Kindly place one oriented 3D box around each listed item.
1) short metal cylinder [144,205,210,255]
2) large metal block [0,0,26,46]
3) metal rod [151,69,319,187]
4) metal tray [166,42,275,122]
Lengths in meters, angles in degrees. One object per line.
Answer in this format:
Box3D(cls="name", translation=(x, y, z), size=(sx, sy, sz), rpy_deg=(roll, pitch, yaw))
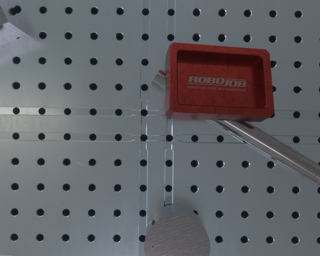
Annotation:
Box3D(cls="short metal cylinder", translation=(0.021, 0.145, 0.401), size=(0.081, 0.050, 0.079), rpy_deg=(0, 90, 0))
Box3D(cls="large metal block", translation=(-0.237, -0.147, 0.399), size=(0.080, 0.050, 0.080), rpy_deg=(-26, 90, 0))
Box3D(cls="metal rod", translation=(0.124, 0.010, 0.414), size=(0.301, 0.025, 0.025), rpy_deg=(31, 90, 0))
Box3D(cls="metal tray", translation=(0.074, -0.057, 0.392), size=(0.131, 0.030, 0.090), rpy_deg=(2, 77, -8))
